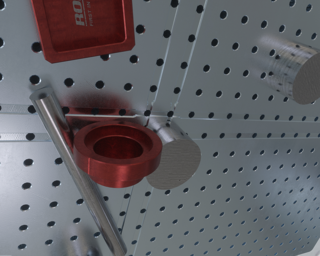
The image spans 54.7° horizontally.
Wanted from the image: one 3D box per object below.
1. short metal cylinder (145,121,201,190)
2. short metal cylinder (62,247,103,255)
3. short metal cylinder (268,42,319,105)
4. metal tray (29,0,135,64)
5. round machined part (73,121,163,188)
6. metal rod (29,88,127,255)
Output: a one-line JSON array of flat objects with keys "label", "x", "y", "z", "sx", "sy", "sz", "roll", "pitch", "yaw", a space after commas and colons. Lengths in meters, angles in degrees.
[{"label": "short metal cylinder", "x": 0.008, "y": 0.037, "z": 0.422, "sx": 0.081, "sy": 0.050, "sz": 0.079, "roll": -14, "pitch": 124, "yaw": -21}, {"label": "short metal cylinder", "x": -0.119, "y": 0.230, "z": 0.472, "sx": 0.081, "sy": 0.050, "sz": 0.079, "roll": -14, "pitch": 124, "yaw": -21}, {"label": "short metal cylinder", "x": 0.209, "y": -0.081, "z": 0.459, "sx": 0.081, "sy": 0.050, "sz": 0.079, "roll": -14, "pitch": 124, "yaw": -21}, {"label": "metal tray", "x": -0.074, "y": -0.132, "z": 0.285, "sx": 0.091, "sy": 0.030, "sz": 0.129, "roll": -15, "pitch": 125, "yaw": -20}, {"label": "round machined part", "x": -0.049, "y": 0.032, "z": 0.357, "sx": 0.099, "sy": 0.098, "sz": 0.042, "roll": -6, "pitch": 120, "yaw": -26}, {"label": "metal rod", "x": -0.094, "y": 0.081, "z": 0.409, "sx": 0.025, "sy": 0.025, "sz": 0.298, "roll": -24, "pitch": 127, "yaw": -14}]
